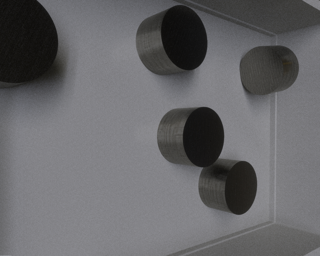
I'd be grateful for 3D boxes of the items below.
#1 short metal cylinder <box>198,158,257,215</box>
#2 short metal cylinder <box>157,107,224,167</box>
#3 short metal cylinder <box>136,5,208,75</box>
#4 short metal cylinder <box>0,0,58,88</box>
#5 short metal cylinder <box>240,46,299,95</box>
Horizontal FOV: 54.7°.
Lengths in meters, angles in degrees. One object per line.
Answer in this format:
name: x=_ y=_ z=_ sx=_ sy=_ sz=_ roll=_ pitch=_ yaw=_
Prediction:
short metal cylinder: x=0.106 y=0.089 z=0.479 sx=0.081 sy=0.050 sz=0.080 roll=0 pitch=90 yaw=-40
short metal cylinder: x=0.043 y=0.012 z=0.426 sx=0.081 sy=0.050 sz=0.080 roll=0 pitch=90 yaw=-40
short metal cylinder: x=0.016 y=-0.112 z=0.403 sx=0.081 sy=0.050 sz=0.080 roll=0 pitch=90 yaw=-40
short metal cylinder: x=-0.139 y=-0.077 z=0.273 sx=0.081 sy=0.050 sz=0.080 roll=0 pitch=90 yaw=-40
short metal cylinder: x=0.184 y=-0.098 z=0.525 sx=0.050 sy=0.080 sz=0.079 roll=-14 pitch=99 yaw=-39
